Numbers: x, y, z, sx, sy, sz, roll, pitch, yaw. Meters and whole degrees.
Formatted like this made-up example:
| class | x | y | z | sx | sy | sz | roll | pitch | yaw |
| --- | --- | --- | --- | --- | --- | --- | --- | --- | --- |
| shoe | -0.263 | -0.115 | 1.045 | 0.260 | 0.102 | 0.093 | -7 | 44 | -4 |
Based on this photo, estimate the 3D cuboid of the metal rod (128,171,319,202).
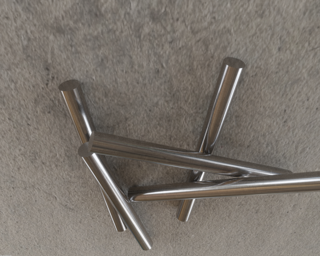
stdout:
| class | x | y | z | sx | sy | sz | roll | pitch | yaw |
| --- | --- | --- | --- | --- | --- | --- | --- | --- | --- |
| metal rod | 0.087 | 0.084 | 0.432 | 0.300 | 0.025 | 0.025 | -10 | 131 | 27 |

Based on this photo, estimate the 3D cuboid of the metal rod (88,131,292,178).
| class | x | y | z | sx | sy | sz | roll | pitch | yaw |
| --- | --- | --- | --- | --- | --- | --- | --- | --- | --- |
| metal rod | 0.057 | 0.046 | 0.410 | 0.302 | 0.025 | 0.025 | 13 | 130 | -23 |

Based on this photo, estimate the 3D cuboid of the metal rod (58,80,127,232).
| class | x | y | z | sx | sy | sz | roll | pitch | yaw |
| --- | --- | --- | --- | --- | --- | --- | --- | --- | --- |
| metal rod | -0.088 | 0.062 | 0.458 | 0.025 | 0.025 | 0.298 | -6 | 130 | 4 |

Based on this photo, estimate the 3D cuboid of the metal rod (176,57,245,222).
| class | x | y | z | sx | sy | sz | roll | pitch | yaw |
| --- | --- | --- | --- | --- | --- | --- | --- | --- | --- |
| metal rod | 0.061 | 0.039 | 0.441 | 0.025 | 0.025 | 0.298 | 6 | 130 | -6 |

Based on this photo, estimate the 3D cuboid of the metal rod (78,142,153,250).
| class | x | y | z | sx | sy | sz | roll | pitch | yaw |
| --- | --- | --- | --- | --- | --- | --- | --- | --- | --- |
| metal rod | -0.058 | 0.125 | 0.492 | 0.025 | 0.025 | 0.299 | -10 | 136 | 8 |
